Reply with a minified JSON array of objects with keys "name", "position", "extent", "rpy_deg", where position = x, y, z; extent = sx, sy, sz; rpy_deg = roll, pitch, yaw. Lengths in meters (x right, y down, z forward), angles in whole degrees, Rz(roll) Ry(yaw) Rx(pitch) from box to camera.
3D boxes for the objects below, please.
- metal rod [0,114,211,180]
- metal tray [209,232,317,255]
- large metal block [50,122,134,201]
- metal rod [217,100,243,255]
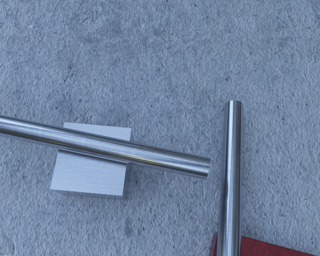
[{"name":"metal rod","position":[-0.095,0.015,0.348],"extent":[0.302,0.025,0.025],"rpy_deg":[11,70,4]},{"name":"metal tray","position":[0.117,0.176,0.343],"extent":[0.131,0.030,0.090],"rpy_deg":[14,70,4]},{"name":"large metal block","position":[-0.078,0.042,0.378],"extent":[0.080,0.050,0.080],"rpy_deg":[5,70,1]},{"name":"metal rod","position":[0.078,0.097,0.344],"extent":[0.025,0.025,0.300],"rpy_deg":[8,59,3]}]
